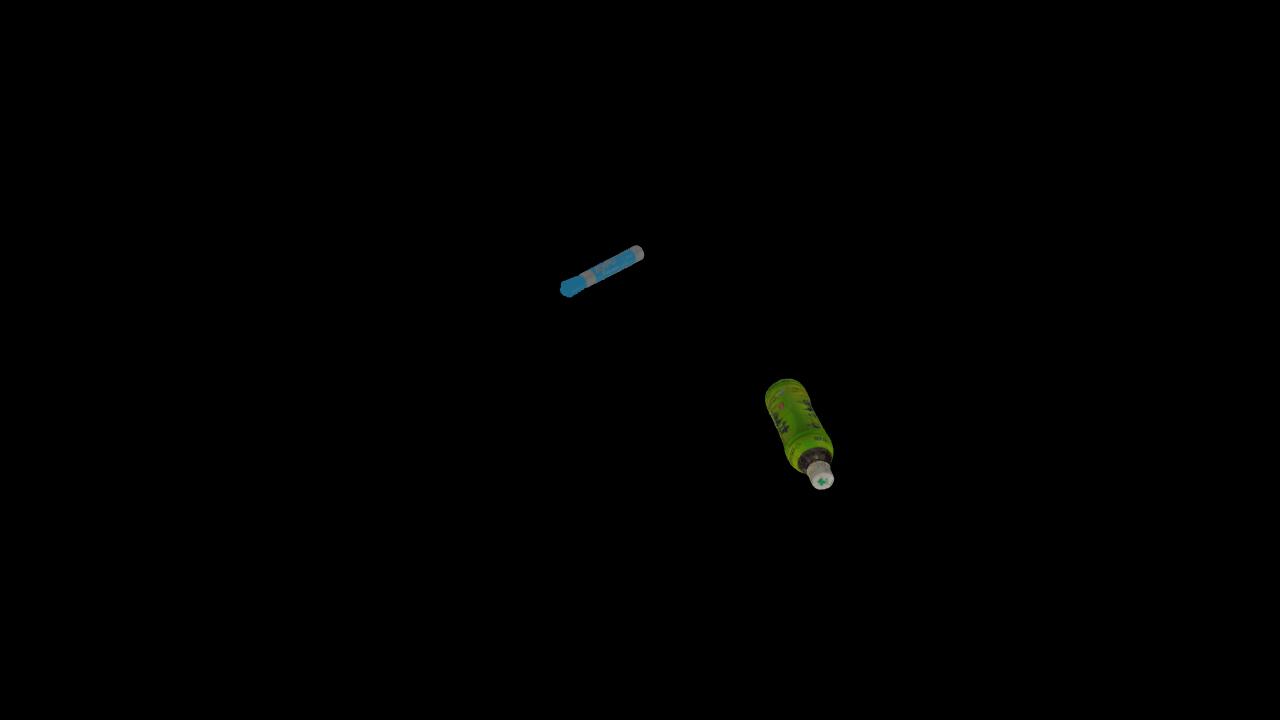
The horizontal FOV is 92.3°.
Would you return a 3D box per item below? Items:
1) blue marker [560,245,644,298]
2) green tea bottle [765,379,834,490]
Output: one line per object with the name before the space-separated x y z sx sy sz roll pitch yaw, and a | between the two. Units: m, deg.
blue marker | -0.042 -0.099 0.683 0.020 0.020 0.121 0 27 48
green tea bottle | 0.243 0.111 0.921 0.073 0.073 0.212 0 31 -5
